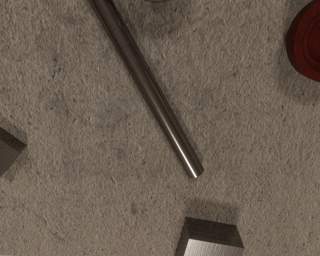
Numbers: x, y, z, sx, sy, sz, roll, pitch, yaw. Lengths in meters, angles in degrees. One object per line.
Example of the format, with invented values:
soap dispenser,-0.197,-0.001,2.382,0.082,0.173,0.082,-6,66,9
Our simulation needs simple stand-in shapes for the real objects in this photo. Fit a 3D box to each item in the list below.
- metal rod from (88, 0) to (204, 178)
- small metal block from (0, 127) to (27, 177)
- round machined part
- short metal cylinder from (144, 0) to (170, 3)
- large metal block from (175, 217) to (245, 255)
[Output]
metal rod,-0.020,-0.061,0.386,0.025,0.025,0.299,-27,108,9
small metal block,-0.220,0.031,0.418,0.050,0.025,0.050,39,105,-14
round machined part,0.198,-0.105,0.365,0.099,0.042,0.097,0,110,-1
short metal cylinder,-0.003,-0.177,0.331,0.081,0.050,0.079,0,110,-1
large metal block,0.071,0.189,0.467,0.081,0.050,0.079,12,110,-5
